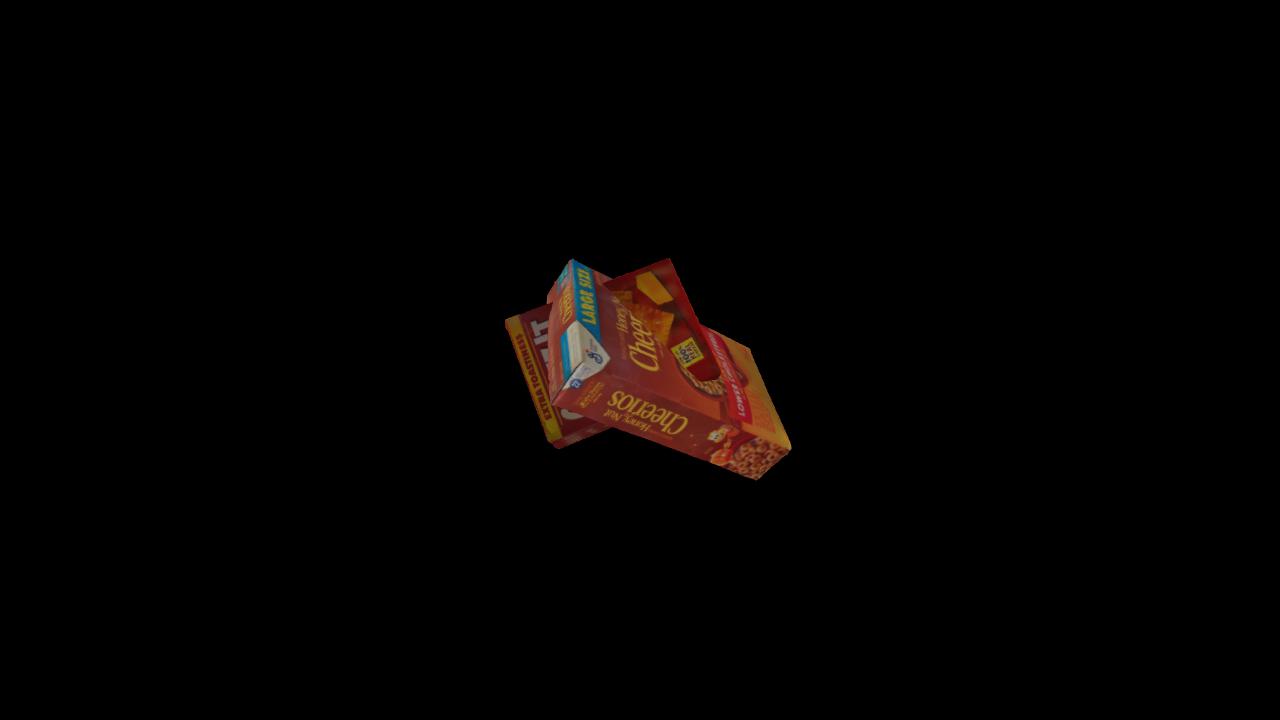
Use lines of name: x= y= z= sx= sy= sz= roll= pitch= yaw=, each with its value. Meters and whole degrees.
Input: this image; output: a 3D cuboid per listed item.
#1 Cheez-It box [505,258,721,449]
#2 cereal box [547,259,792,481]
Cheez-It box: x=-0.034 y=-0.009 z=0.763 sx=0.223 sy=0.166 sz=0.071 roll=-21 pitch=-15 yaw=-4
cereal box: x=0.031 y=0.013 z=0.769 sx=0.306 sy=0.081 sz=0.203 roll=25 pitch=32 yaw=-27
